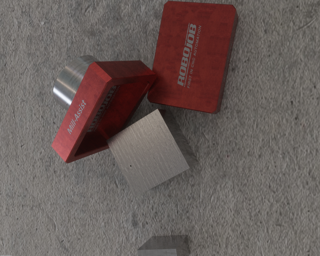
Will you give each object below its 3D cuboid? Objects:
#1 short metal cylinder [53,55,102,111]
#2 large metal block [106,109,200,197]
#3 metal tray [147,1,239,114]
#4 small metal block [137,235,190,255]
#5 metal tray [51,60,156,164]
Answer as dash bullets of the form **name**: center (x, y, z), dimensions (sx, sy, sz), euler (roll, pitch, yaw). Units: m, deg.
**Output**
- **short metal cylinder**: center (-0.092, -0.049, 0.412), dimensions (0.050, 0.080, 0.080), euler (37, 102, 16)
- **large metal block**: center (-0.008, 0.031, 0.399), dimensions (0.080, 0.050, 0.080), euler (-31, 80, 17)
- **metal tray**: center (0.041, -0.088, 0.392), dimensions (0.090, 0.030, 0.129), euler (12, 94, 19)
- **small metal block**: center (0.006, 0.158, 0.394), dimensions (0.050, 0.050, 0.025), euler (-10, 87, 19)
- **metal tray**: center (-0.068, -0.021, 0.379), dimensions (0.030, 0.091, 0.129), euler (44, 121, 17)
